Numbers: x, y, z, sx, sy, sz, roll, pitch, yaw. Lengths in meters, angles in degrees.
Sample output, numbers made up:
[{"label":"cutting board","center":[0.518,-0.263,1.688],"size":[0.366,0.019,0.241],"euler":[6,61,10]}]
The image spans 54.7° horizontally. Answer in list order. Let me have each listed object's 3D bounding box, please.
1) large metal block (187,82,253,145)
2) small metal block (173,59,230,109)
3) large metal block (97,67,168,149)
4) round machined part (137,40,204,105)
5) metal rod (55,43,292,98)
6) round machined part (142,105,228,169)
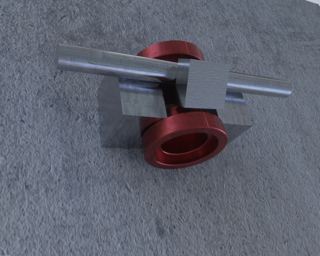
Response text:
[{"label":"large metal block","center":[0.069,-0.021,0.420],"size":[0.050,0.080,0.080],"euler":[4,60,-27]},{"label":"small metal block","center":[0.045,-0.048,0.339],"size":[0.050,0.025,0.050],"euler":[1,102,-26]},{"label":"large metal block","center":[-0.037,-0.028,0.367],"size":[0.050,0.080,0.080],"euler":[4,60,-26]},{"label":"round machined part","center":[0.013,-0.065,0.405],"size":[0.099,0.097,0.042],"euler":[4,61,-27]},{"label":"metal rod","center":[0.038,-0.061,0.360],"size":[0.302,0.025,0.025],"euler":[3,61,-27]},{"label":"round machined part","center":[0.027,0.008,0.367],"size":[0.099,0.097,0.042],"euler":[4,55,-26]}]
